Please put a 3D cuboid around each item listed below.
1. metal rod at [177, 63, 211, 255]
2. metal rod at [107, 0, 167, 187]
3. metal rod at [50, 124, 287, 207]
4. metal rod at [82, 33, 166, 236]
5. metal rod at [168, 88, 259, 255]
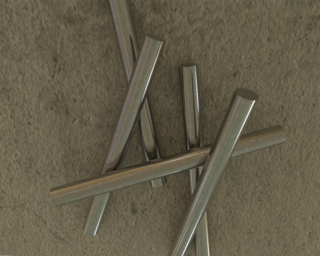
[{"bbox_3d":[0.051,0.061,0.433,0.025,0.025,0.298,-6,110,2],"label":"metal rod"},{"bbox_3d":[-0.030,-0.060,0.387,0.025,0.025,0.298,-10,110,3],"label":"metal rod"},{"bbox_3d":[0.012,0.048,0.395,0.302,0.025,0.025,-15,110,-2],"label":"metal rod"},{"bbox_3d":[-0.054,0.027,0.400,0.025,0.025,0.298,18,116,-7],"label":"metal rod"},{"bbox_3d":[0.057,0.083,0.401,0.025,0.025,0.298,12,125,-5],"label":"metal rod"}]
